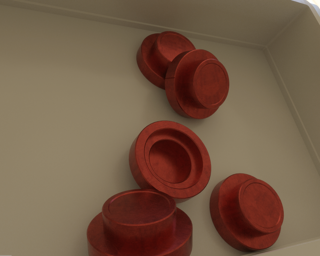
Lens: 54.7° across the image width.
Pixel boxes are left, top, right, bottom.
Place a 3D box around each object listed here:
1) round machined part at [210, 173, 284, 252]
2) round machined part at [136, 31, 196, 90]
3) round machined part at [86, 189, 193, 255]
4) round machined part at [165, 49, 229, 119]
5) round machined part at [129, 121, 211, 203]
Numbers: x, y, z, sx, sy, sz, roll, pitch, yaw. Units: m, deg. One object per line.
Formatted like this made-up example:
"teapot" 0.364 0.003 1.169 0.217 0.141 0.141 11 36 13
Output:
"round machined part" 0.116 0.103 0.394 0.099 0.042 0.098 14 56 -21
"round machined part" 0.018 -0.107 0.470 0.099 0.042 0.098 14 56 -21
"round machined part" -0.019 0.091 0.292 0.099 0.098 0.042 -11 107 -33
"round machined part" 0.059 -0.061 0.434 0.099 0.042 0.097 -4 97 -36
"round machined part" 0.009 0.043 0.373 0.099 0.042 0.098 14 56 -21
